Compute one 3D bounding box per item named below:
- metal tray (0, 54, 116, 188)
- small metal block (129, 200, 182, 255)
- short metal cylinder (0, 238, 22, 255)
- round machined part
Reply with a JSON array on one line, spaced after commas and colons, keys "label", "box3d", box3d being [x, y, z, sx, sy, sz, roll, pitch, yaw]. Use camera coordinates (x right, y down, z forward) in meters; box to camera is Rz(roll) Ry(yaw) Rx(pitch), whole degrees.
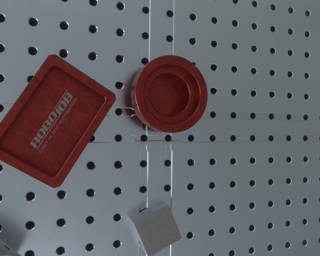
[{"label": "metal tray", "box3d": [-0.124, -0.008, 0.363, 0.090, 0.030, 0.130, 34, 79, -17]}, {"label": "small metal block", "box3d": [-0.006, 0.133, 0.411, 0.050, 0.025, 0.050, -24, 98, -18]}, {"label": "short metal cylinder", "box3d": [-0.188, 0.151, 0.314, 0.080, 0.080, 0.050, -46, 104, -14]}, {"label": "round machined part", "box3d": [0.009, -0.043, 0.407, 0.099, 0.042, 0.097, 0, 90, -20]}]
